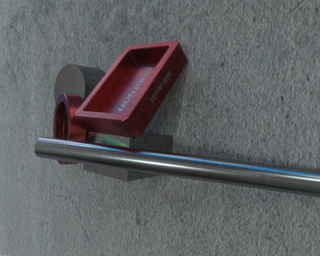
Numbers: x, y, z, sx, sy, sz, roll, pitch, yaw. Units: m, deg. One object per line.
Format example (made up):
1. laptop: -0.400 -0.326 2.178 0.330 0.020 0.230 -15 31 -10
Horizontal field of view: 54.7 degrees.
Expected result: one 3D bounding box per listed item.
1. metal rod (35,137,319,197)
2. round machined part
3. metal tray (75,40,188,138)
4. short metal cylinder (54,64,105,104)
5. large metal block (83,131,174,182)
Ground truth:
1. metal rod: 0.006 0.037 0.323 0.301 0.025 0.025 6 94 15
2. round machined part: -0.117 0.001 0.431 0.098 0.042 0.097 -3 86 60
3. metal tray: -0.033 -0.051 0.379 0.090 0.030 0.130 6 54 39
4. short metal cylinder: -0.122 -0.057 0.488 0.080 0.050 0.079 0 90 39
5. large metal block: -0.040 0.032 0.401 0.080 0.081 0.050 6 94 39
